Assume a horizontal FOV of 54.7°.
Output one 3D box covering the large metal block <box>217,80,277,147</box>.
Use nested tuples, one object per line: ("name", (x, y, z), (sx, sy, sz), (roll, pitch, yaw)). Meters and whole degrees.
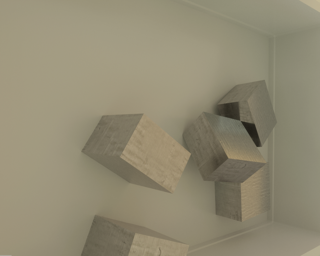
("large metal block", (0.145, -0.023, 0.507), (0.080, 0.050, 0.080), (-42, 116, -43))

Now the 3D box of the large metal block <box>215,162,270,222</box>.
("large metal block", (0.136, 0.099, 0.507), (0.081, 0.050, 0.079), (-4, 93, -40))

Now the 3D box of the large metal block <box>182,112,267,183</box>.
("large metal block", (0.090, 0.029, 0.440), (0.081, 0.050, 0.080), (10, 43, -37))

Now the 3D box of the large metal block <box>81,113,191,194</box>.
("large metal block", (-0.027, 0.028, 0.350), (0.080, 0.080, 0.050), (41, 65, -33))

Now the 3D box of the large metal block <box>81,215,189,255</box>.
("large metal block", (-0.029, 0.140, 0.349), (0.080, 0.080, 0.050), (28, 73, -37))
